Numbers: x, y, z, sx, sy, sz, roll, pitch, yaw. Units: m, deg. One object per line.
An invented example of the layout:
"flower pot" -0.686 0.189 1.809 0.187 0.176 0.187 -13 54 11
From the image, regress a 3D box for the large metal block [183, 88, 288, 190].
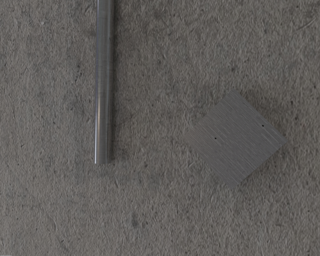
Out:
"large metal block" 0.089 0.012 0.364 0.080 0.050 0.080 -46 76 14

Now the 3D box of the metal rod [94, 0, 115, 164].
"metal rod" -0.078 -0.100 0.436 0.025 0.025 0.298 1 90 20
